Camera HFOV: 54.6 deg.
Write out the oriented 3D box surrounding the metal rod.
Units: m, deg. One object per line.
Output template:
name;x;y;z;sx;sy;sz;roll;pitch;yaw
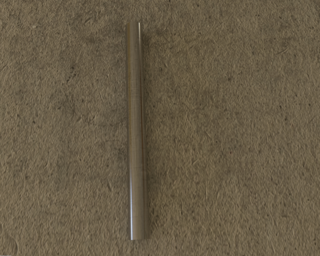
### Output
metal rod;-0.032;-0.011;0.411;0.025;0.025;0.299;-3;70;-1
